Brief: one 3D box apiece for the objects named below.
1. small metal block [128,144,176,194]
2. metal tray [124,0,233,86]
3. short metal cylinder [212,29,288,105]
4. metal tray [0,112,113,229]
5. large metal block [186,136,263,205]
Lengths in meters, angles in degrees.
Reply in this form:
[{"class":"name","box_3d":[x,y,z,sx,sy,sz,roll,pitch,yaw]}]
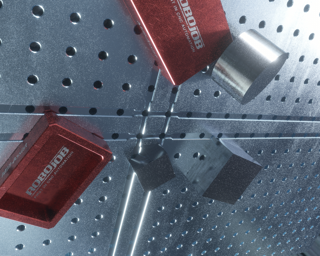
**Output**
[{"class":"small metal block","box_3d":[-0.010,0.058,0.443,0.050,0.025,0.050,-28,128,-11]},{"class":"metal tray","box_3d":[0.023,-0.123,0.346,0.090,0.030,0.130,-36,130,-5]},{"class":"short metal cylinder","box_3d":[0.112,-0.076,0.389,0.080,0.050,0.080,-39,160,-17]},{"class":"metal tray","box_3d":[-0.132,0.055,0.370,0.130,0.030,0.090,-50,129,7]},{"class":"large metal block","box_3d":[0.103,0.070,0.497,0.080,0.050,0.080,24,105,-37]}]
